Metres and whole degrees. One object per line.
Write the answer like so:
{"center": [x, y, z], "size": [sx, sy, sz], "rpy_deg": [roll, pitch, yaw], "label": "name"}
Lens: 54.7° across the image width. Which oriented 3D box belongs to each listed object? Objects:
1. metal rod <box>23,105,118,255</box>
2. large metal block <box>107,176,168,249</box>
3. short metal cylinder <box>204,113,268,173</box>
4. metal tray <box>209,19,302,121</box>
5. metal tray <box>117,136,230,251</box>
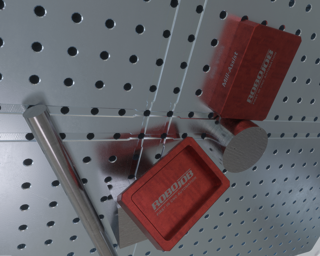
{"center": [-0.105, 0.100, 0.415], "size": [0.025, 0.025, 0.298], "rpy_deg": [-24, 127, -14], "label": "metal rod"}
{"center": [-0.029, 0.118, 0.452], "size": [0.081, 0.050, 0.079], "rpy_deg": [-12, 124, -22], "label": "large metal block"}
{"center": [0.115, 0.021, 0.471], "size": [0.081, 0.050, 0.079], "rpy_deg": [-14, 124, -21], "label": "short metal cylinder"}
{"center": [0.132, -0.075, 0.434], "size": [0.091, 0.030, 0.129], "rpy_deg": [3, 117, -30], "label": "metal tray"}
{"center": [0.020, 0.084, 0.413], "size": [0.131, 0.030, 0.090], "rpy_deg": [-39, 88, -26], "label": "metal tray"}
